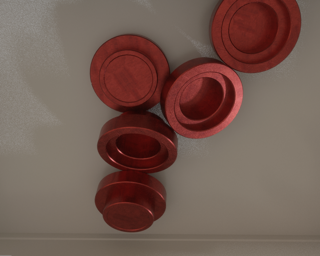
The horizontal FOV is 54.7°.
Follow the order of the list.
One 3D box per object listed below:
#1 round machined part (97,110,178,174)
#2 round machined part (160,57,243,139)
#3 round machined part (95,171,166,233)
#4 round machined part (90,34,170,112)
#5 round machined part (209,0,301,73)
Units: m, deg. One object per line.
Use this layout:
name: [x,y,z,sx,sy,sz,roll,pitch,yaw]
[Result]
round machined part: [-0.027,0.015,0.393,0.099,0.042,0.097,3,140,3]
round machined part: [0.047,-0.039,0.378,0.099,0.042,0.097,-9,121,-14]
round machined part: [-0.041,0.107,0.426,0.099,0.042,0.097,2,129,2]
round machined part: [-0.037,-0.064,0.378,0.099,0.042,0.097,0,110,0]
round machined part: [0.106,-0.116,0.359,0.099,0.042,0.097,0,113,-1]
